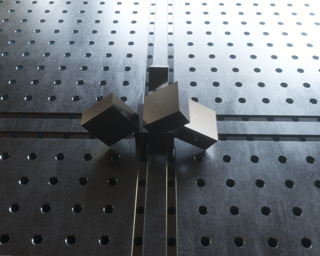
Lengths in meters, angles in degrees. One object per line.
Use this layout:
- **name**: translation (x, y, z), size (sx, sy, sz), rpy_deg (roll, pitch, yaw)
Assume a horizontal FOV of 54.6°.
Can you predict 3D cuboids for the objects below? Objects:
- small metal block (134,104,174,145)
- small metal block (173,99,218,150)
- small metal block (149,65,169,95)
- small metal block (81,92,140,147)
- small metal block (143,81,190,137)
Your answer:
- **small metal block**: translation (-0.006, -0.005, 0.413), size (0.050, 0.025, 0.050), rpy_deg (2, 50, 2)
- **small metal block**: translation (0.045, -0.006, 0.399), size (0.050, 0.025, 0.050), rpy_deg (23, 46, -21)
- **small metal block**: translation (-0.001, -0.061, 0.429), size (0.025, 0.050, 0.050), rpy_deg (2, 14, 2)
- **small metal block**: translation (-0.061, -0.009, 0.386), size (0.050, 0.050, 0.025), rpy_deg (-30, 41, 21)
- **small metal block**: translation (0.007, -0.023, 0.380), size (0.050, 0.025, 0.050), rpy_deg (-23, 45, 24)
